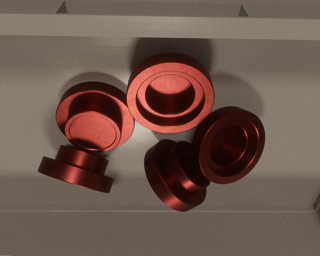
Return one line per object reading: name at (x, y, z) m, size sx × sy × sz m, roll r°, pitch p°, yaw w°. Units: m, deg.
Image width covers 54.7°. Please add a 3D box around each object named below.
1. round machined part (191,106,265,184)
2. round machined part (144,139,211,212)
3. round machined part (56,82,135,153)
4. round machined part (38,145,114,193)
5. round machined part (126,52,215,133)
round machined part at (0.082, 0.019, 0.397) m, size 0.099 × 0.042 × 0.097 m, roll -9°, pitch 112°, yaw -23°
round machined part at (0.030, 0.056, 0.409) m, size 0.098 × 0.098 × 0.042 m, roll 35°, pitch 124°, yaw -27°
round machined part at (-0.082, -0.006, 0.391) m, size 0.099 × 0.042 × 0.097 m, roll -1°, pitch 130°, yaw 0°
round machined part at (-0.109, 0.053, 0.420) m, size 0.098 × 0.042 × 0.098 m, roll 17°, pitch 169°, yaw 4°
round machined part at (0.011, -0.044, 0.361) m, size 0.099 × 0.042 × 0.097 m, roll -1°, pitch 130°, yaw 0°
